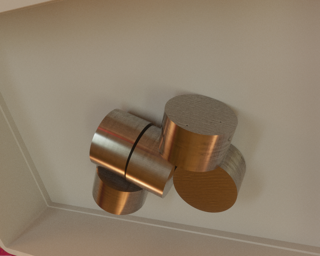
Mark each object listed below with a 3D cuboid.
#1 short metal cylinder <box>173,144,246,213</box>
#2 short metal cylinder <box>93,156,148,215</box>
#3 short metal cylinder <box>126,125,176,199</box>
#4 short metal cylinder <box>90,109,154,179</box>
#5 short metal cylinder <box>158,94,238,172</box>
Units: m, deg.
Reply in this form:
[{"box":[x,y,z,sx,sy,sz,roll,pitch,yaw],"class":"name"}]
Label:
[{"box":[0.063,0.059,0.392,0.080,0.050,0.079,13,124,20],"class":"short metal cylinder"},{"box":[-0.054,0.076,0.445,0.080,0.080,0.050,26,127,11],"class":"short metal cylinder"},{"box":[-0.001,0.043,0.398,0.050,0.080,0.079,24,127,13],"class":"short metal cylinder"},{"box":[-0.048,0.021,0.407,0.050,0.080,0.079,23,127,14],"class":"short metal cylinder"},{"box":[0.041,0.004,0.351,0.080,0.080,0.050,21,126,15],"class":"short metal cylinder"}]
